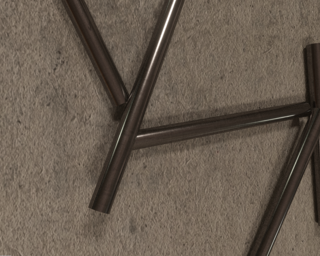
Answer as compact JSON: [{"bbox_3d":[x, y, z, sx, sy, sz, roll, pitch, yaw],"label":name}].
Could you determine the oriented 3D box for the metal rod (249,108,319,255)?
[{"bbox_3d":[0.187,0.108,0.470,0.025,0.025,0.299,27,84,-19],"label":"metal rod"}]

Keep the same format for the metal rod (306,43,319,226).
[{"bbox_3d":[0.264,0.013,0.508,0.025,0.025,0.298,-6,92,-20],"label":"metal rod"}]

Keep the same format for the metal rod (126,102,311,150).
[{"bbox_3d":[0.093,-0.006,0.444,0.303,0.025,0.025,-10,94,-20],"label":"metal rod"}]

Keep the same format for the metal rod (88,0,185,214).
[{"bbox_3d":[-0.022,-0.045,0.383,0.025,0.025,0.299,23,75,-19],"label":"metal rod"}]

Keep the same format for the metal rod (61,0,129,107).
[{"bbox_3d":[-0.110,-0.165,0.368,0.025,0.025,0.299,-28,100,-18],"label":"metal rod"}]
